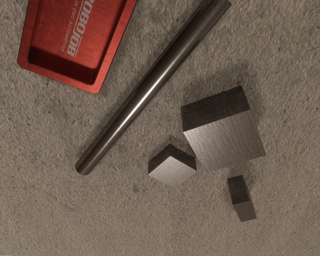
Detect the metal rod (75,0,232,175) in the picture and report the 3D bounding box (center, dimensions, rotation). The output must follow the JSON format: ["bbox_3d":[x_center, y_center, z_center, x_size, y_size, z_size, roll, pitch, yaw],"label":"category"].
[{"bbox_3d":[-0.027,-0.034,0.377,0.025,0.025,0.299,28,124,-22],"label":"metal rod"}]

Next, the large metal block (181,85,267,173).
[{"bbox_3d":[0.080,0.003,0.395,0.080,0.050,0.080,-20,128,15],"label":"large metal block"}]

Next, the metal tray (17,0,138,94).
[{"bbox_3d":[-0.084,-0.105,0.313,0.091,0.030,0.129,19,127,-16],"label":"metal tray"}]

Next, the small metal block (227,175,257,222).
[{"bbox_3d":[0.129,0.111,0.487,0.025,0.050,0.050,-19,128,15],"label":"small metal block"}]

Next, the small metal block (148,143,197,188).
[{"bbox_3d":[0.018,0.057,0.456,0.050,0.025,0.050,31,123,-24],"label":"small metal block"}]
